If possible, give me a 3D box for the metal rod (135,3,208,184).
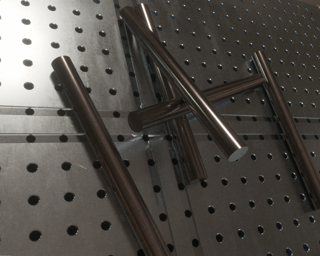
[{"bbox_3d":[0.009,-0.065,0.454,0.025,0.025,0.299,-3,63,-30],"label":"metal rod"}]

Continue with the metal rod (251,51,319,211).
[{"bbox_3d":[0.219,-0.010,0.534,0.025,0.025,0.299,2,61,-28],"label":"metal rod"}]

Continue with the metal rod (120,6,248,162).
[{"bbox_3d":[0.016,-0.077,0.413,0.025,0.025,0.300,-9,50,-32],"label":"metal rod"}]

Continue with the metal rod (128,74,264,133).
[{"bbox_3d":[0.074,-0.046,0.453,0.302,0.025,0.025,-21,73,-44],"label":"metal rod"}]

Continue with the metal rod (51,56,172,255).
[{"bbox_3d":[-0.054,0.042,0.354,0.025,0.025,0.299,-19,72,-36],"label":"metal rod"}]
